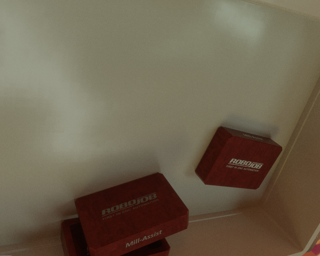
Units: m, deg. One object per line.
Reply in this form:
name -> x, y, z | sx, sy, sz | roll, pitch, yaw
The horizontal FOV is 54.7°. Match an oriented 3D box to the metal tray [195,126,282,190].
metal tray -> 0.131, 0.053, 0.510 | 0.131, 0.030, 0.089 | 12, 112, -34

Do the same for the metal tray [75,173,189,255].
metal tray -> -0.038, 0.115, 0.416 | 0.131, 0.090, 0.030 | -15, 125, -20

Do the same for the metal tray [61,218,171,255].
metal tray -> -0.063, 0.159, 0.430 | 0.131, 0.090, 0.030 | -3, 120, -27
